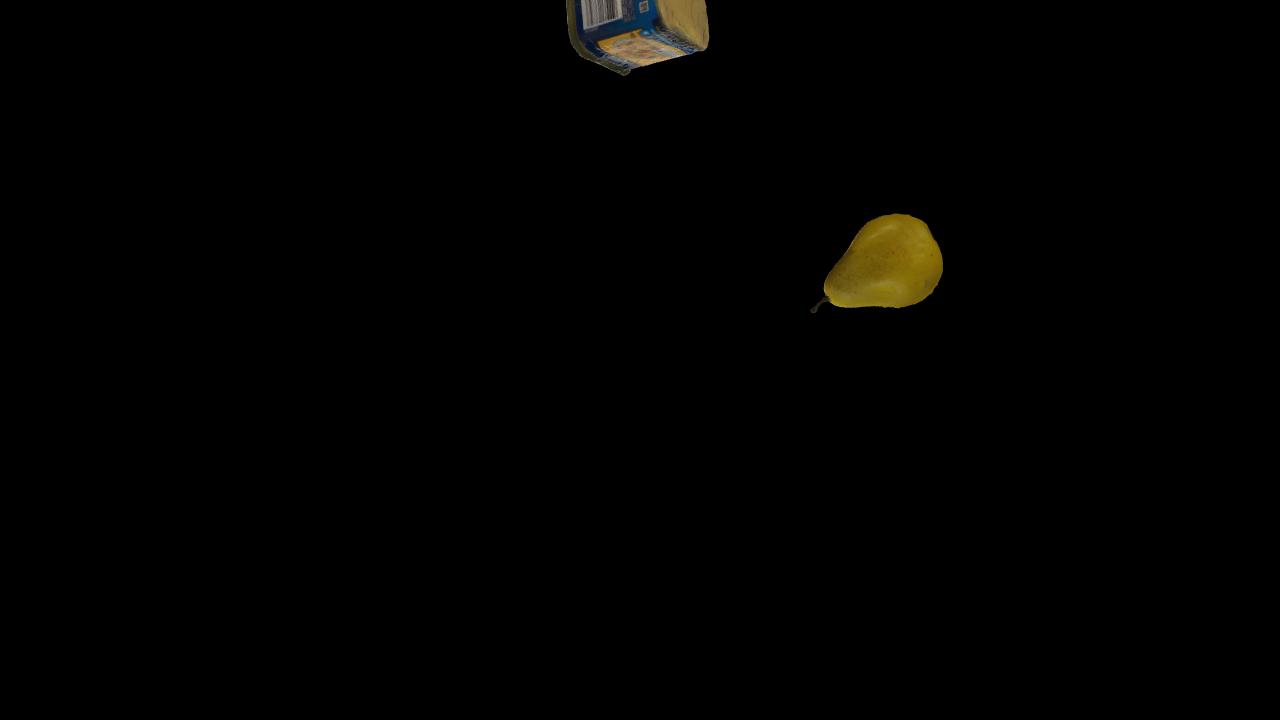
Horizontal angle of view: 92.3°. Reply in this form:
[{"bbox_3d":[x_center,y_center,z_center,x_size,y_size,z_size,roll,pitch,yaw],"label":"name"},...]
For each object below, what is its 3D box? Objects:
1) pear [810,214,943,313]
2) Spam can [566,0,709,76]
[{"bbox_3d":[0.193,-0.075,0.523,0.111,0.080,0.080,-21,-4,12],"label":"pear"},{"bbox_3d":[0.001,-0.289,0.524,0.085,0.058,0.101,1,11,30],"label":"Spam can"}]
